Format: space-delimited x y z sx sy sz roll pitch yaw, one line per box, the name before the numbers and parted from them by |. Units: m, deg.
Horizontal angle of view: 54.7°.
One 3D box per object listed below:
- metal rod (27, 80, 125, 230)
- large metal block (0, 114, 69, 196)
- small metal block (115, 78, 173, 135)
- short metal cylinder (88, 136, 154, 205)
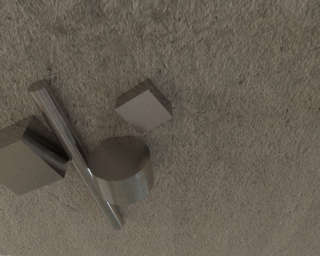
metal rod | -0.109 0.061 0.457 0.025 0.025 0.299 -10 130 8
large metal block | -0.183 0.039 0.422 0.080 0.050 0.080 -22 127 17
small metal block | -0.019 -0.026 0.385 0.050 0.025 0.050 -28 125 22
short metal cylinder | -0.050 0.056 0.418 0.080 0.080 0.050 -5 130 4
